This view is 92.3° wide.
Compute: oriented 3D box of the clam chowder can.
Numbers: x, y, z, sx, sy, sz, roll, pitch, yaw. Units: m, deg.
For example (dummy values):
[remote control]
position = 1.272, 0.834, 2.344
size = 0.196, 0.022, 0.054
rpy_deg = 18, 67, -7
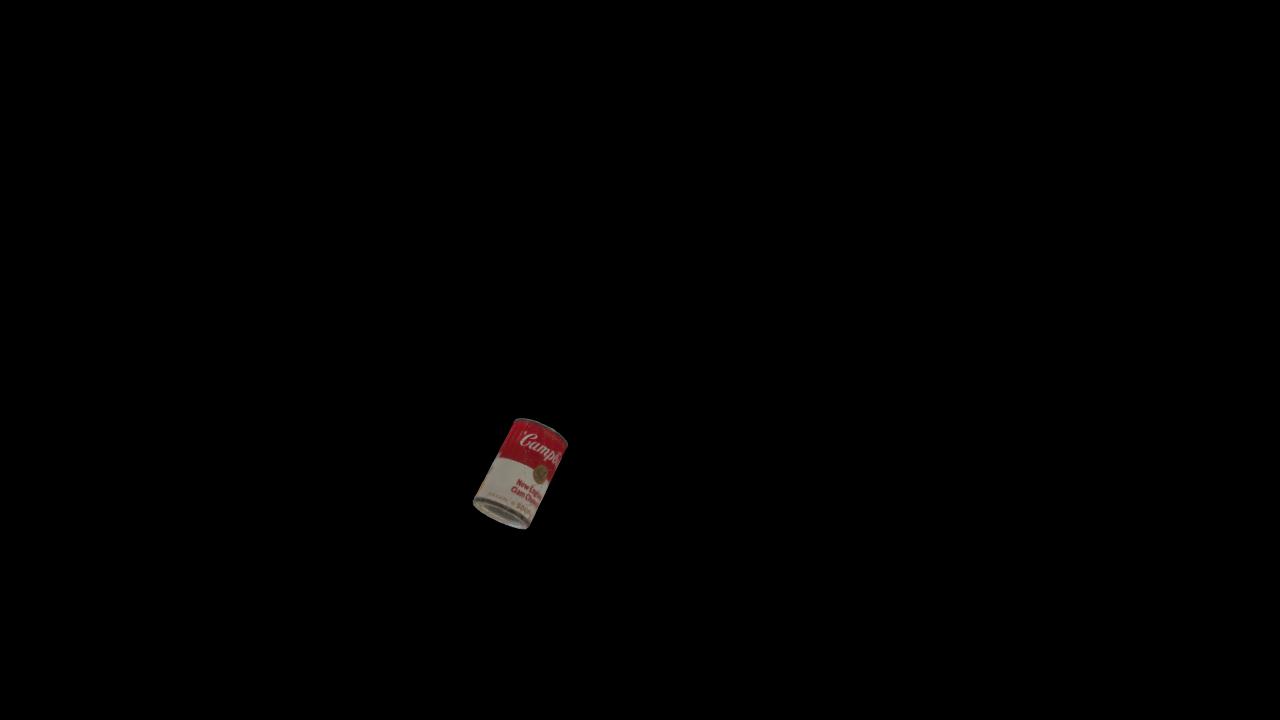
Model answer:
[clam chowder can]
position = -0.130, 0.124, 0.673
size = 0.068, 0.102, 0.068
rpy_deg = 18, -30, 11
